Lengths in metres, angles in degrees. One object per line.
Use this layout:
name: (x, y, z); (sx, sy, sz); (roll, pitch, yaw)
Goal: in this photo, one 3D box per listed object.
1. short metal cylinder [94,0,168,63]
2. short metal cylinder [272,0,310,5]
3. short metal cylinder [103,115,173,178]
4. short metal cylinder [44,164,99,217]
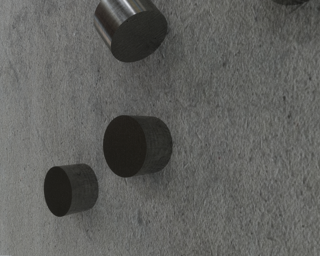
short metal cylinder: (-0.038, -0.132, 0.400); (0.080, 0.081, 0.050); (-48, 62, 29)
short metal cylinder: (0.122, -0.162, 0.288); (0.080, 0.050, 0.080); (0, 90, 40)
short metal cylinder: (-0.030, 0.023, 0.414); (0.080, 0.050, 0.080); (0, 90, 40)
short metal cylinder: (-0.147, 0.101, 0.510); (0.080, 0.050, 0.080); (0, 90, 40)
